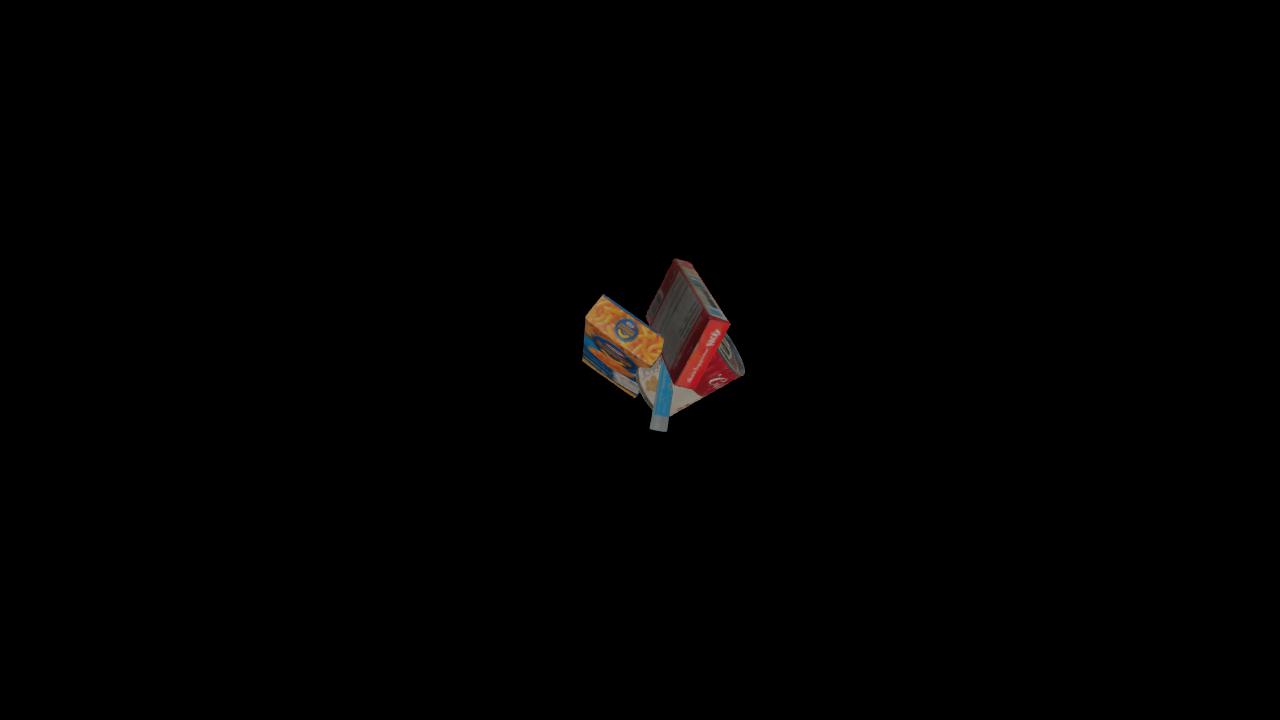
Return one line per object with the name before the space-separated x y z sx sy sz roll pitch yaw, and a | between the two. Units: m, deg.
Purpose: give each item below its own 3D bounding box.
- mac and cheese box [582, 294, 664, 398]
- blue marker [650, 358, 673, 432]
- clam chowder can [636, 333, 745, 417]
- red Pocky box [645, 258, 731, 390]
mac and cheese box | -0.023 -0.010 0.748 0.093 0.041 0.184 37 -15 5
blue marker | 0.029 0.016 0.657 0.020 0.121 0.020 10 -11 2
clam chowder can | 0.054 0.012 0.675 0.102 0.068 0.068 -31 -12 20
red Pocky box | 0.047 -0.042 0.660 0.028 0.083 0.155 18 26 -21
